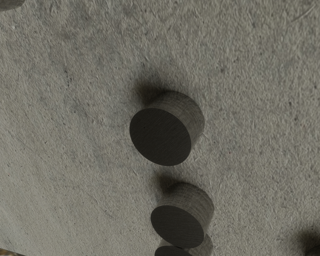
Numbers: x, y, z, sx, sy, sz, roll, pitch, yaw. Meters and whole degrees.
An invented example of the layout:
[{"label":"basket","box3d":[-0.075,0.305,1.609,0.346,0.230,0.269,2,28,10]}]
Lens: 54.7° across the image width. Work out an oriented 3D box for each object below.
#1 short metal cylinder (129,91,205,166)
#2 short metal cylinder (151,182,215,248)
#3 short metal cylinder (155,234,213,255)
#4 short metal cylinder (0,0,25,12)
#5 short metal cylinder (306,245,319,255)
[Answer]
[{"label":"short metal cylinder","box3d":[0.010,0.000,0.386,0.080,0.050,0.079,13,124,21]},{"label":"short metal cylinder","box3d":[0.034,0.127,0.452,0.080,0.050,0.079,13,124,21]},{"label":"short metal cylinder","box3d":[0.038,0.197,0.492,0.080,0.050,0.079,13,124,21]},{"label":"short metal cylinder","box3d":[-0.217,-0.187,0.389,0.080,0.050,0.079,13,124,21]},{"label":"short metal cylinder","box3d":[0.227,0.194,0.391,0.080,0.050,0.079,13,124,21]}]
